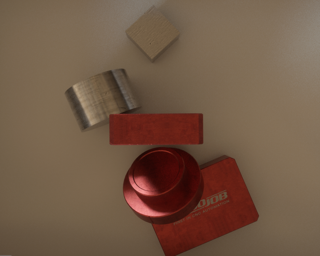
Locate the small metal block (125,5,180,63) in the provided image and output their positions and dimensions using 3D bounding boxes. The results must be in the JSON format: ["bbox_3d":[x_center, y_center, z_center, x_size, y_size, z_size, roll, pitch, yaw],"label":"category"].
[{"bbox_3d":[-0.009,-0.124,0.411,0.050,0.025,0.050,-43,91,0],"label":"small metal block"}]

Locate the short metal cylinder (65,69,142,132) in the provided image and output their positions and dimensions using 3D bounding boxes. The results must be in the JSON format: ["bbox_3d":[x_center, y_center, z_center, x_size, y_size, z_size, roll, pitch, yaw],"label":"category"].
[{"bbox_3d":[-0.069,-0.033,0.383,0.080,0.080,0.050,-23,90,0],"label":"short metal cylinder"}]

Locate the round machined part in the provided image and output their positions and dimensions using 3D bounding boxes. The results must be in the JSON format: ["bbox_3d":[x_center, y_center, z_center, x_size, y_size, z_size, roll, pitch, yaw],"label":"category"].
[{"bbox_3d":[0.001,0.062,0.375,0.098,0.042,0.098,-10,47,12],"label":"round machined part"}]

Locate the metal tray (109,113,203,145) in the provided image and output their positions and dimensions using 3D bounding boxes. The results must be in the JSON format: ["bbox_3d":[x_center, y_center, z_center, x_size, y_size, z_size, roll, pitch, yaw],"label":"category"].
[{"bbox_3d":[-0.004,0.001,0.359,0.091,0.130,0.030,0,90,0],"label":"metal tray"}]

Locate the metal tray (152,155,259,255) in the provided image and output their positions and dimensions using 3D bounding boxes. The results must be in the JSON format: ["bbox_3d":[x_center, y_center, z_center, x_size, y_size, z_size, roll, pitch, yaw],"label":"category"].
[{"bbox_3d":[0.051,0.101,0.410,0.131,0.030,0.090,-23,90,-1],"label":"metal tray"}]
